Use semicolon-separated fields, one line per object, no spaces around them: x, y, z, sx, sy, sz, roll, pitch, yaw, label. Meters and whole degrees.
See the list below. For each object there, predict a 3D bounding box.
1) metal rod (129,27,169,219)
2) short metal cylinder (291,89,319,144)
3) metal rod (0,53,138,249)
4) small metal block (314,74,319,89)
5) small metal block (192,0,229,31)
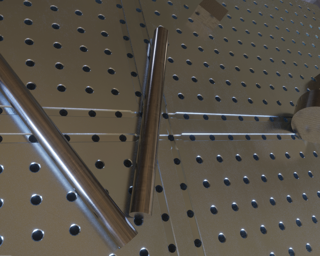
-0.010;-0.029;0.420;0.025;0.025;0.300;18;55;-18;metal rod
0.273;-0.019;0.531;0.080;0.080;0.050;38;51;-3;short metal cylinder
-0.127;0.002;0.338;0.025;0.025;0.300;-34;81;-38;metal rod
0.351;-0.084;0.648;0.050;0.025;0.050;31;52;-9;small metal block
0.097;-0.222;0.595;0.050;0.025;0.050;38;51;-3;small metal block
